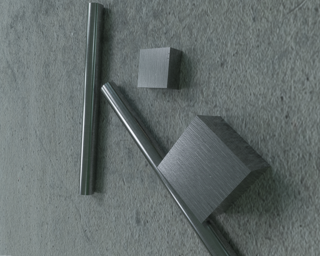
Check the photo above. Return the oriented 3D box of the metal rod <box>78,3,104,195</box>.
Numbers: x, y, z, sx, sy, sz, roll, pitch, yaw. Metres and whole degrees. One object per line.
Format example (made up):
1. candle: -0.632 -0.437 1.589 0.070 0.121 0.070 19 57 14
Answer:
1. metal rod: -0.109 -0.043 0.492 0.025 0.025 0.298 6 94 39

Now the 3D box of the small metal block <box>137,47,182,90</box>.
1. small metal block: -0.001 -0.076 0.404 0.050 0.025 0.050 7 95 39

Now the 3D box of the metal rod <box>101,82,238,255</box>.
1. metal rod: 0.002 0.048 0.401 0.025 0.025 0.300 -51 61 28

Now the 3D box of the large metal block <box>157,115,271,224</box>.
1. large metal block: 0.057 0.042 0.341 0.080 0.050 0.080 50 119 28
